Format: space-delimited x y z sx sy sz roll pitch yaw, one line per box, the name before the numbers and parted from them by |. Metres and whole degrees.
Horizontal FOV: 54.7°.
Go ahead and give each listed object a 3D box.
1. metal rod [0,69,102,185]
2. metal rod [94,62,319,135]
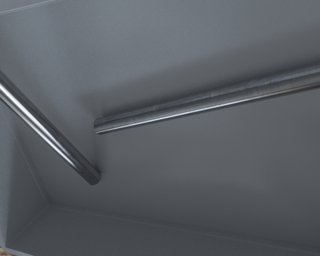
metal rod | -0.162 -0.006 0.413 0.025 0.025 0.299 1 143 27
metal rod | 0.037 -0.027 0.371 0.300 0.025 0.025 -11 113 32
